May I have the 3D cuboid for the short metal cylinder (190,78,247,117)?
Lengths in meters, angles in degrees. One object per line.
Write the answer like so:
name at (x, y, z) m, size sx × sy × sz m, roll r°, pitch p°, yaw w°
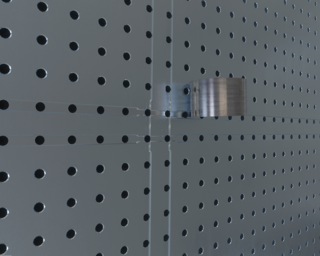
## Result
short metal cylinder at (0.083, -0.041, 0.441) m, size 0.081 × 0.080 × 0.050 m, roll -3°, pitch 92°, yaw -40°
